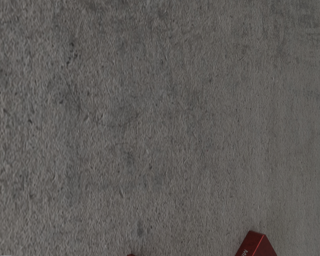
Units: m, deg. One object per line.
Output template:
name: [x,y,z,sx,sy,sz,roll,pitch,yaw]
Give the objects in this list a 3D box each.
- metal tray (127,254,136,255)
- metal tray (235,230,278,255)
metal tray: [-0.017,0.232,0.387,0.130,0.030,0.090,51,60,-28]
metal tray: [0.155,0.256,0.531,0.131,0.030,0.090,-47,118,-30]
